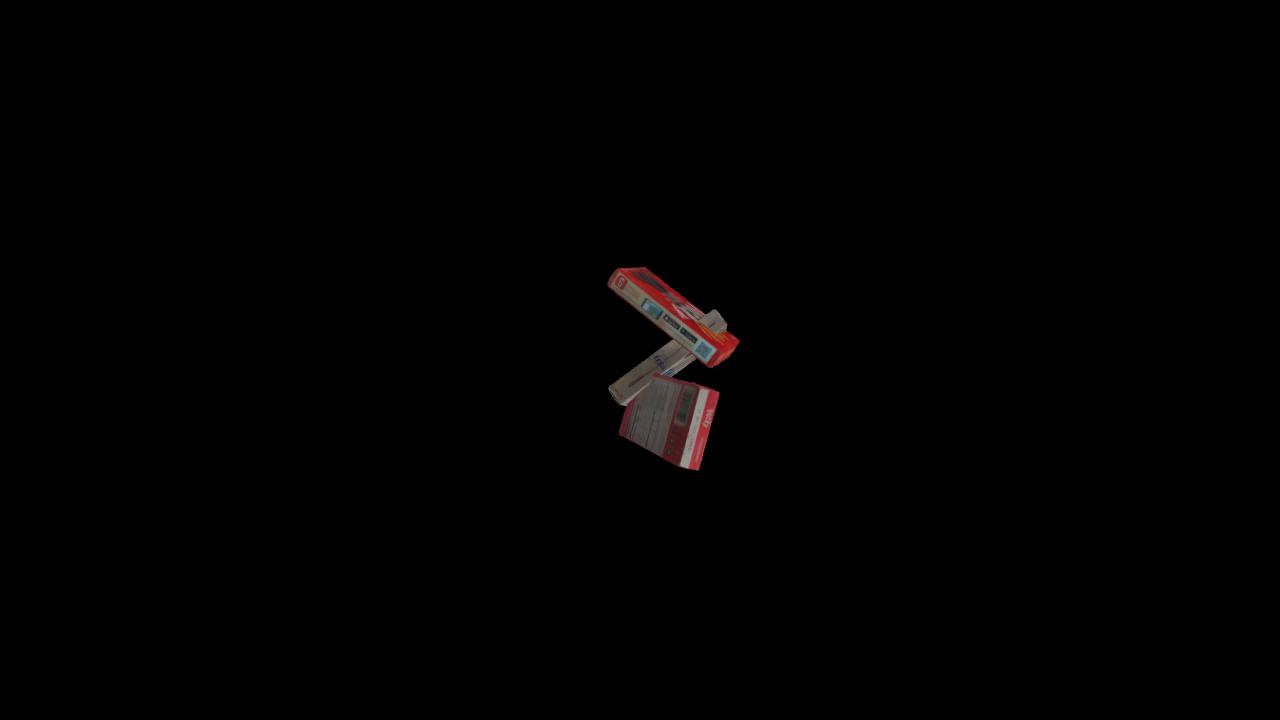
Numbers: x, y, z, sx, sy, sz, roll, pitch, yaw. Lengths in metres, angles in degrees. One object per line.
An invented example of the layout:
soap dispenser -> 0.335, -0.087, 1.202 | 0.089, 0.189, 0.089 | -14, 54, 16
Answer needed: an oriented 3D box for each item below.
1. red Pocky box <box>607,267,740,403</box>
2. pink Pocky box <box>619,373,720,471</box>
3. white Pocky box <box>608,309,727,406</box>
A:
red Pocky box -> 0.041, -0.054, 0.715 | 0.155, 0.028, 0.083 | 39, 21, 12
pink Pocky box -> 0.027, 0.060, 0.674 | 0.029, 0.084, 0.155 | 16, -1, -25
white Pocky box -> 0.035, 0.001, 0.735 | 0.154, 0.028, 0.084 | -36, -9, 1
